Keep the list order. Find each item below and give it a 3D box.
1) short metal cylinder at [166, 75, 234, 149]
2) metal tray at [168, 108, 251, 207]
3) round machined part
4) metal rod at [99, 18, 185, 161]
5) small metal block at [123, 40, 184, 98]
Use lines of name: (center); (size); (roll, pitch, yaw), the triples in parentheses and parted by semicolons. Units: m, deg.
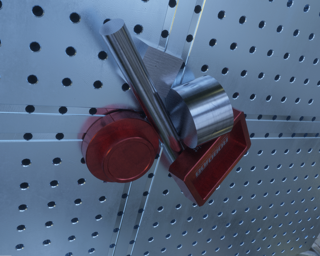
short metal cylinder: (0.048, -0.021, 0.391); (0.050, 0.080, 0.080); (-23, 127, -15)
metal tray: (0.078, 0.041, 0.450); (0.130, 0.030, 0.090); (-47, 139, -16)
round machined part: (-0.045, 0.031, 0.395); (0.099, 0.042, 0.097); (-14, 125, -21)
metal rod: (0.004, -0.002, 0.392); (0.025, 0.025, 0.299); (-35, 137, -6)
small metal block: (-0.008, -0.069, 0.366); (0.050, 0.025, 0.050); (14, 111, -34)
